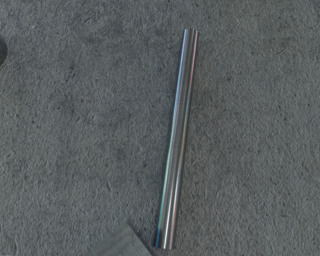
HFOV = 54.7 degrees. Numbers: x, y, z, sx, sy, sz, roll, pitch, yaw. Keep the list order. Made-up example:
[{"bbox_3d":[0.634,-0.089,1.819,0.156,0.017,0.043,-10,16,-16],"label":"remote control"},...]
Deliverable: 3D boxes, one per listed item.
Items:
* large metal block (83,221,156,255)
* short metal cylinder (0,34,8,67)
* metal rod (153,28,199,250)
[{"bbox_3d":[-0.049,0.146,0.325,0.080,0.080,0.050,-38,75,-13],"label":"large metal block"},{"bbox_3d":[-0.267,-0.119,0.436,0.081,0.050,0.080,0,70,0],"label":"short metal cylinder"},{"bbox_3d":[0.025,0.000,0.408,0.025,0.025,0.299,8,70,3],"label":"metal rod"}]
